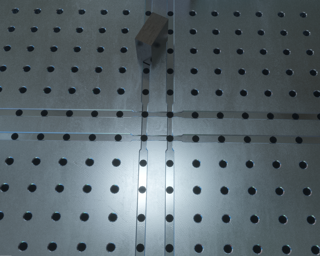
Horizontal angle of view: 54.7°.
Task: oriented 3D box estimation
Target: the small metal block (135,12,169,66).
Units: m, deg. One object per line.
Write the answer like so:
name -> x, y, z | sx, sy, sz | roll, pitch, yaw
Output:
small metal block -> -0.011, -0.127, 0.445 | 0.025, 0.050, 0.050 | 26, 72, 9
